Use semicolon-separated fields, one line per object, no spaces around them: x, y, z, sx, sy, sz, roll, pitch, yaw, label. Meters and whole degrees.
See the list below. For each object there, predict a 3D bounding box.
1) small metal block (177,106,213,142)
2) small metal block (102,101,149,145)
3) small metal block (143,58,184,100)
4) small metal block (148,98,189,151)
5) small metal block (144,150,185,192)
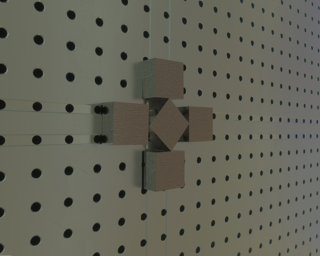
0.051;-0.005;0.454;0.050;0.025;0.050;0;90;-40;small metal block
-0.041;-0.005;0.376;0.050;0.025;0.050;2;89;-40;small metal block
0.005;-0.064;0.415;0.050;0.025;0.050;-1;91;-40;small metal block
0.005;-0.004;0.415;0.050;0.025;0.050;50;61;-29;small metal block
0.006;0.056;0.416;0.050;0.025;0.050;0;90;-40;small metal block
